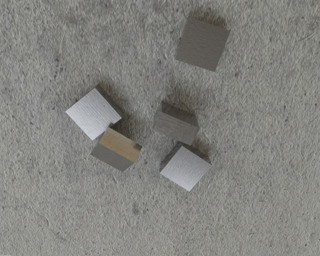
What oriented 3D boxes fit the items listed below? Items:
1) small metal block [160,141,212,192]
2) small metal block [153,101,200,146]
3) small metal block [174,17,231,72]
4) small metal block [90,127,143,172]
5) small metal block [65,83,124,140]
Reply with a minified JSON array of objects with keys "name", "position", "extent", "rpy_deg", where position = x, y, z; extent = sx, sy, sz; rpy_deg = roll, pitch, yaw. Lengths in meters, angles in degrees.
[{"name":"small metal block","position":[0.035,0.051,0.429],"extent":[0.050,0.025,0.050],"rpy_deg":[34,107,-12]},{"name":"small metal block","position":[0.020,-0.007,0.394],"extent":[0.050,0.050,0.025],"rpy_deg":[23,109,-8]},{"name":"small metal block","position":[0.050,-0.101,0.373],"extent":[0.050,0.025,0.050],"rpy_deg":[16,109,-6]},{"name":"small metal block","position":[-0.058,0.030,0.406],"extent":[0.050,0.025,0.050],"rpy_deg":[31,149,-11]},{"name":"small metal block","position":[-0.084,-0.021,0.401],"extent":[0.050,0.025,0.050],"rpy_deg":[-36,106,12]}]
